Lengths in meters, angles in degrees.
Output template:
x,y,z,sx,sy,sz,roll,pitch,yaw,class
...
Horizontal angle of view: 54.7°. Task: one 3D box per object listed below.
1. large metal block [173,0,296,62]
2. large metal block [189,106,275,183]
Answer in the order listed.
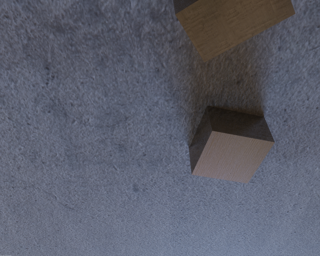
x,y,z,sx,sy,sz,roll,pitch,yaw,class
0.059,-0.115,0.274,0.080,0.080,0.050,-26,126,20,large metal block
0.091,0.024,0.412,0.081,0.050,0.079,10,129,-9,large metal block
